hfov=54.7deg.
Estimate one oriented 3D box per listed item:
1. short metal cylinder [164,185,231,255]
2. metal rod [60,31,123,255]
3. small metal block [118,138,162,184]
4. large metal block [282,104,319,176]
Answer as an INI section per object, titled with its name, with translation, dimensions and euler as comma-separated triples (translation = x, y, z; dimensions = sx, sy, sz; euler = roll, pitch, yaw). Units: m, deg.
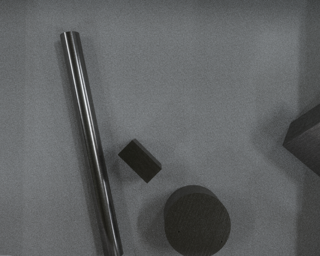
[short metal cylinder]
translation = 0.046, 0.118, 0.400
dimensions = 0.081, 0.050, 0.079
euler = 0, 90, -1
[metal rod]
translation = -0.090, 0.023, 0.410
dimensions = 0.025, 0.025, 0.298
euler = -11, 90, 0
[small metal block]
translation = -0.025, 0.041, 0.399
dimensions = 0.050, 0.050, 0.025
euler = 45, 90, -1
[large metal block]
translation = 0.215, 0.014, 0.380
dimensions = 0.080, 0.080, 0.050
euler = 40, 49, -1
